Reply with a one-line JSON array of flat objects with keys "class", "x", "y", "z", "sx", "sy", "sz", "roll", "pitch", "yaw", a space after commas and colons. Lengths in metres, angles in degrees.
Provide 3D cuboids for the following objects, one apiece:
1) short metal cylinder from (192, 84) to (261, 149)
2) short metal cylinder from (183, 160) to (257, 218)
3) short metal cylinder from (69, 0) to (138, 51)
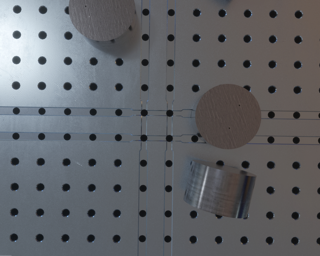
[{"class": "short metal cylinder", "x": 0.083, "y": -0.014, "z": 0.401, "sx": 0.081, "sy": 0.050, "sz": 0.079, "roll": 0, "pitch": 90, "yaw": 0}, {"class": "short metal cylinder", "x": 0.074, "y": 0.074, "z": 0.386, "sx": 0.080, "sy": 0.080, "sz": 0.050, "roll": 13, "pitch": 90, "yaw": 0}, {"class": "short metal cylinder", "x": -0.070, "y": -0.145, "z": 0.400, "sx": 0.081, "sy": 0.050, "sz": 0.079, "roll": 0, "pitch": 90, "yaw": 0}]
